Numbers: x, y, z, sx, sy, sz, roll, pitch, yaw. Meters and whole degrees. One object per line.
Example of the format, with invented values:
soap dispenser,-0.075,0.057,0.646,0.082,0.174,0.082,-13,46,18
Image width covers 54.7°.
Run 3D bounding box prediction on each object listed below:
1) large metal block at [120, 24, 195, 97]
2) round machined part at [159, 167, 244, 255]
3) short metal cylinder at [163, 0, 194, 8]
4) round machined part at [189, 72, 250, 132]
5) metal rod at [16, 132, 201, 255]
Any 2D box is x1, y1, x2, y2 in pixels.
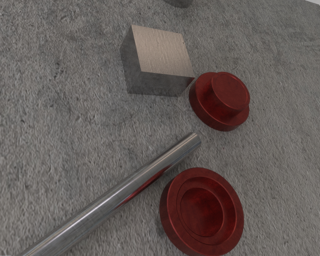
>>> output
large metal block,-0.006,-0.093,0.441,0.081,0.050,0.080,2,61,-28
round machined part,0.044,0.098,0.356,0.099,0.042,0.098,14,56,-21
short metal cylinder,0.036,-0.269,0.571,0.081,0.050,0.080,14,56,-21
round machined part,0.097,-0.047,0.474,0.099,0.042,0.098,14,56,-21
metal rod,-0.055,0.081,0.324,0.302,0.025,0.025,-33,80,-38
